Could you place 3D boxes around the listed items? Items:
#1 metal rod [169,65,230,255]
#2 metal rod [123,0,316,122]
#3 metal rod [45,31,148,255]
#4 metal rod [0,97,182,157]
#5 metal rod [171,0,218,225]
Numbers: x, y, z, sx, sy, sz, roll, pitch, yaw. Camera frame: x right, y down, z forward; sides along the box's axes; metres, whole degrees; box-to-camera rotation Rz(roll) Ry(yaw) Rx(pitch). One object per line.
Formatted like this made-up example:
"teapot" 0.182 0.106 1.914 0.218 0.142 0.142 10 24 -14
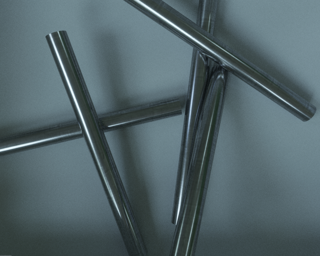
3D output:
"metal rod" 0.044 0.054 0.352 0.025 0.025 0.300 16 65 0
"metal rod" 0.072 -0.096 0.388 0.301 0.025 0.025 31 90 -10
"metal rod" -0.076 0.029 0.389 0.025 0.025 0.298 -19 99 0
"metal rod" -0.121 0.004 0.409 0.302 0.025 0.025 -13 90 -1
"metal rod" 0.046 -0.022 0.412 0.025 0.025 0.298 7 90 -1
